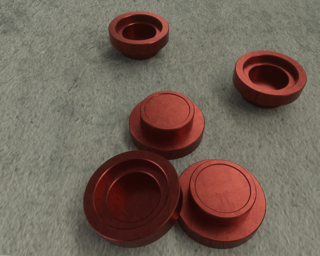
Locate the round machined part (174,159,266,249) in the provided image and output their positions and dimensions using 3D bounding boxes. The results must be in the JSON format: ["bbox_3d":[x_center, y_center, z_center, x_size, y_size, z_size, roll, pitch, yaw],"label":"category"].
[{"bbox_3d":[0.064,0.073,0.332,0.099,0.042,0.098,1,50,0],"label":"round machined part"}]

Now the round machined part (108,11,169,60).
[{"bbox_3d":[-0.034,-0.151,0.519,0.099,0.042,0.098,0,50,0],"label":"round machined part"}]

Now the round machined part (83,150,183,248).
[{"bbox_3d":[-0.025,0.075,0.321,0.098,0.042,0.098,-7,51,9],"label":"round machined part"}]

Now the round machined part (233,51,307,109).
[{"bbox_3d":[0.155,-0.066,0.450,0.099,0.042,0.098,0,50,0],"label":"round machined part"}]

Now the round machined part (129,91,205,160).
[{"bbox_3d":[0.009,-0.011,0.401,0.099,0.042,0.098,0,50,0],"label":"round machined part"}]
